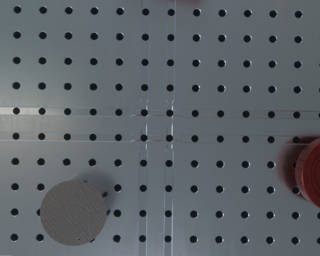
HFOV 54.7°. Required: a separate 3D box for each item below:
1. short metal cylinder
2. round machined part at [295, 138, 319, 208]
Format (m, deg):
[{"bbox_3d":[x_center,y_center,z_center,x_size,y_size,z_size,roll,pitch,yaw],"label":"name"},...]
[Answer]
[{"bbox_3d":[-0.105,0.103,0.400,0.081,0.050,0.080,0,90,0],"label":"short metal cylinder"},{"bbox_3d":[0.226,0.059,0.406,0.099,0.042,0.097,0,90,0],"label":"round machined part"}]
